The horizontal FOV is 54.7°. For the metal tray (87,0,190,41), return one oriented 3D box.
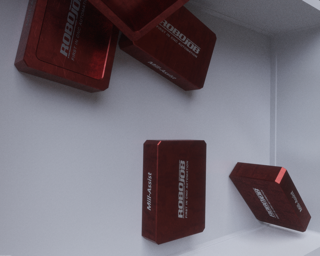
[{"bbox_3d":[-0.003,-0.150,0.290,0.090,0.130,0.030,30,30,-58],"label":"metal tray"}]

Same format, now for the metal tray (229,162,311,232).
[{"bbox_3d":[0.184,0.115,0.518,0.030,0.090,0.130,-51,120,-28],"label":"metal tray"}]

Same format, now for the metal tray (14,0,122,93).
[{"bbox_3d":[-0.089,-0.111,0.327,0.091,0.030,0.129,15,80,-39],"label":"metal tray"}]

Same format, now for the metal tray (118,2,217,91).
[{"bbox_3d":[0.016,-0.117,0.416,0.131,0.030,0.090,27,73,-37],"label":"metal tray"}]

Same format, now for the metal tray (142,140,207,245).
[{"bbox_3d":[0.021,0.081,0.421,0.091,0.030,0.129,2,89,-40],"label":"metal tray"}]
